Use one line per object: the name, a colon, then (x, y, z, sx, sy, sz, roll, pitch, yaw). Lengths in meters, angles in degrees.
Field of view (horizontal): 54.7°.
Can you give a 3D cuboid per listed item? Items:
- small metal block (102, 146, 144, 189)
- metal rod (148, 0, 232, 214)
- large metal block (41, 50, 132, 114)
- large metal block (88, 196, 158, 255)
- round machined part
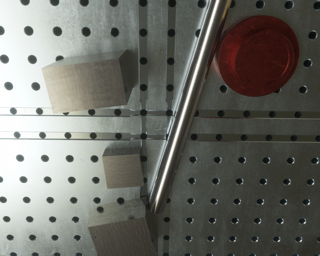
small metal block: (-0.050, 0.055, 0.433, 0.050, 0.025, 0.050, -5, 110, 1)
metal rod: (0.033, -0.017, 0.407, 0.025, 0.025, 0.298, 14, 109, -5)
large metal block: (-0.079, -0.057, 0.362, 0.080, 0.080, 0.050, -7, 110, 2)
large metal block: (-0.051, 0.155, 0.457, 0.080, 0.050, 0.079, -11, 110, 4)
round machined part: (0.120, -0.084, 0.374, 0.099, 0.042, 0.097, 0, 110, 0)
